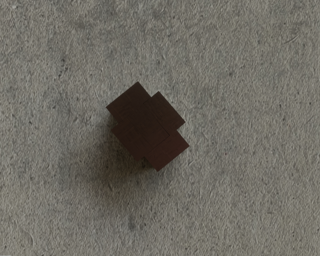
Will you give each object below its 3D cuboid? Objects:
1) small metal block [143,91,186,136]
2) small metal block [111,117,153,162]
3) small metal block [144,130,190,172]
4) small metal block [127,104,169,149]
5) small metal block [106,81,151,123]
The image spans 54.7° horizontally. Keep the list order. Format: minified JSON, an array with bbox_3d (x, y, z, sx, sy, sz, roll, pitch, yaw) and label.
[{"bbox_3d":[0.005,-0.018,0.398,0.025,0.050,0.050,-41,91,0],"label":"small metal block"},{"bbox_3d":[-0.034,0.014,0.398,0.025,0.050,0.050,-40,91,0],"label":"small metal block"},{"bbox_3d":[0.009,0.028,0.398,0.050,0.050,0.025,-39,90,0],"label":"small metal block"},{"bbox_3d":[-0.014,-0.002,0.398,0.025,0.050,0.050,-40,91,0],"label":"small metal block"},{"bbox_3d":[-0.038,-0.031,0.398,0.050,0.050,0.025,-39,90,0],"label":"small metal block"}]
